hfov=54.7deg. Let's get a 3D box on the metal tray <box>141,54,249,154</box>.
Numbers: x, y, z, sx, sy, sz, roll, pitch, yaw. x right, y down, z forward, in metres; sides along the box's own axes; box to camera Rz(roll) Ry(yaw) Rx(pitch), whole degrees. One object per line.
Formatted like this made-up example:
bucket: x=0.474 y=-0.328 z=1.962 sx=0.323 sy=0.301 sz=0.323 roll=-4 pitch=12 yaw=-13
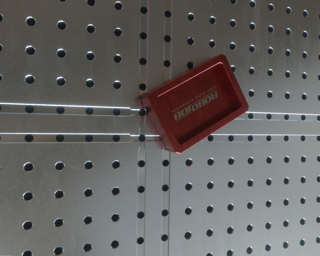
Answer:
metal tray: x=0.051 y=-0.034 z=0.429 sx=0.131 sy=0.030 sz=0.090 roll=-31 pitch=100 yaw=-18
